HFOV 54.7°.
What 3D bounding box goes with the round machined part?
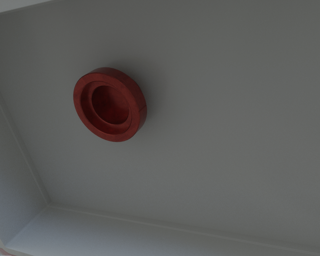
[{"bbox_3d":[-0.060,-0.034,0.407,0.098,0.042,0.097,13,124,20],"label":"round machined part"}]
